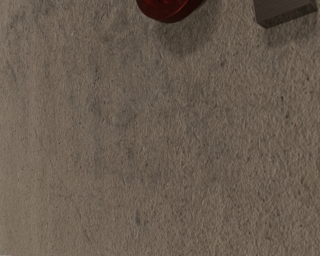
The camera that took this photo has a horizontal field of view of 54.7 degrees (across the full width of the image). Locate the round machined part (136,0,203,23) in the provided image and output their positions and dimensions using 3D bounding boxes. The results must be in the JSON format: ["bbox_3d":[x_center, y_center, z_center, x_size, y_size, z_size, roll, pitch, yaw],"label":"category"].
[{"bbox_3d":[0.019,-0.177,0.377,0.098,0.042,0.097,0,90,39],"label":"round machined part"}]

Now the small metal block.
[{"bbox_3d":[0.121,-0.133,0.305,0.050,0.025,0.050,-11,83,39],"label":"small metal block"}]
